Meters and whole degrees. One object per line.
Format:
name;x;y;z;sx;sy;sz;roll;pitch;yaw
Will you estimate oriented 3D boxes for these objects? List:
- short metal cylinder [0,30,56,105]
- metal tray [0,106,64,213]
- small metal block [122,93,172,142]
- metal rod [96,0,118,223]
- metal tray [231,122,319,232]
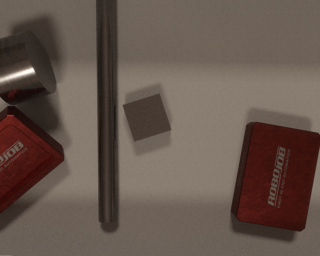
short metal cylinder;-0.170;-0.073;0.382;0.050;0.080;0.080;-18;90;0
metal tray;-0.199;0.046;0.383;0.130;0.030;0.090;-40;124;0
small metal block;-0.017;-0.014;0.411;0.050;0.025;0.050;-18;90;-1
metal rod;-0.070;-0.027;0.410;0.025;0.025;0.298;-1;90;-1
metal tray;0.152;0.063;0.411;0.091;0.030;0.129;10;90;-1
